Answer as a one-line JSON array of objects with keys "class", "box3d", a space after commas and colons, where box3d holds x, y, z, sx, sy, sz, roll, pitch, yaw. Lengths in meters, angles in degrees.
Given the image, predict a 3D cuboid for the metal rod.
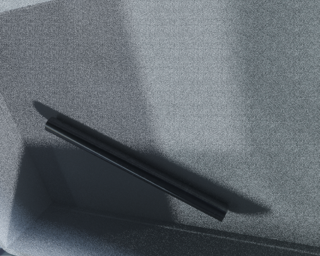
[{"class": "metal rod", "box3d": [-0.042, 0.057, 0.463, 0.301, 0.025, 0.025, 25, 127, 12]}]
